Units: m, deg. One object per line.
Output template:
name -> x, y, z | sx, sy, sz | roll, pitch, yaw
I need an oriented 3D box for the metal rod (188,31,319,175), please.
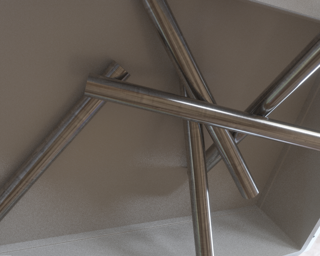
metal rod -> 0.116, -0.015, 0.385 | 0.025, 0.025, 0.298 | 2, 143, -30

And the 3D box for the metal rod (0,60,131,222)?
metal rod -> -0.143, 0.043, 0.357 | 0.300, 0.025, 0.025 | -47, 130, 5

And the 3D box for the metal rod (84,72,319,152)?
metal rod -> 0.069, -0.012, 0.350 | 0.302, 0.025, 0.025 | 13, 113, -12

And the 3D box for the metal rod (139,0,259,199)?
metal rod -> 0.054, -0.029, 0.370 | 0.025, 0.025, 0.299 | -34, 113, -7

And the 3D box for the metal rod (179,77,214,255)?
metal rod -> 0.050, 0.069, 0.406 | 0.025, 0.025, 0.298 | -10, 100, -24
